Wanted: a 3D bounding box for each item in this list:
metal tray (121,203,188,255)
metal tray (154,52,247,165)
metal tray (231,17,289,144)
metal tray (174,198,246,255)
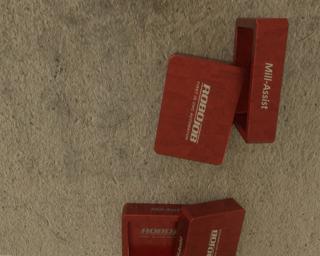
[{"bbox_3d":[0.010,0.160,0.466,0.131,0.030,0.089,1,110,-1],"label":"metal tray"},{"bbox_3d":[0.047,-0.023,0.393,0.091,0.030,0.129,11,111,2],"label":"metal tray"},{"bbox_3d":[0.108,-0.058,0.354,0.030,0.090,0.129,-1,110,0],"label":"metal tray"},{"bbox_3d":[0.069,0.170,0.453,0.091,0.030,0.129,-3,112,-23],"label":"metal tray"}]
